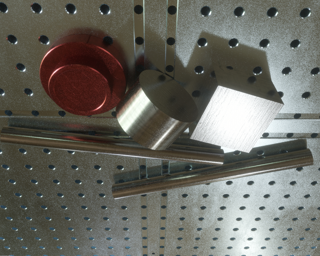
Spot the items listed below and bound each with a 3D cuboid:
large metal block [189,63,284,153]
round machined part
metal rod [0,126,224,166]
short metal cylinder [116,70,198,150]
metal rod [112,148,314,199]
[{"bbox_3d":[0.087,-0.023,0.377,0.081,0.050,0.079,14,129,-12],"label":"large metal block"},{"bbox_3d":[-0.087,-0.053,0.354,0.099,0.042,0.097,-1,130,0],"label":"round machined part"},{"bbox_3d":[-0.060,0.026,0.432,0.302,0.025,0.025,6,130,-6],"label":"metal rod"},{"bbox_3d":[-0.003,-0.021,0.358,0.080,0.080,0.050,27,125,-22],"label":"short metal cylinder"},{"bbox_3d":[0.073,0.072,0.474,0.301,0.025,0.025,-12,129,9],"label":"metal rod"}]
